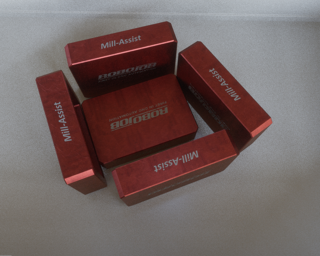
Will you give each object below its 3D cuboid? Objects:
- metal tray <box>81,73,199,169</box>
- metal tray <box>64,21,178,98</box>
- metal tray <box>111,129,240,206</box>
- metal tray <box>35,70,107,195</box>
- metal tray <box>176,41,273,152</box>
[{"bbox_3d":[-0.027,-0.011,0.408,0.131,0.030,0.090,-19,71,-7],"label":"metal tray"},{"bbox_3d":[-0.046,-0.085,0.404,0.131,0.090,0.030,-15,71,-6],"label":"metal tray"},{"bbox_3d":[0.017,0.049,0.355,0.131,0.090,0.030,-19,72,-7],"label":"metal tray"},{"bbox_3d":[-0.103,0.008,0.369,0.030,0.090,0.130,-20,72,-7],"label":"metal tray"},{"bbox_3d":[0.072,-0.034,0.387,0.030,0.090,0.130,-35,74,-11],"label":"metal tray"}]
